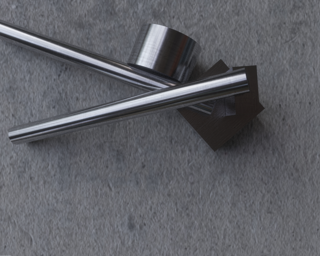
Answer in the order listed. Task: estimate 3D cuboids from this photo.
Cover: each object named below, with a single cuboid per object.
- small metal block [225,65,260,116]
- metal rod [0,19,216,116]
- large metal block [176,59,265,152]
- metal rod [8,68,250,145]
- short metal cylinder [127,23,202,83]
[{"bbox_3d":[0.090,-0.040,0.347,0.025,0.050,0.050,-4,90,0],"label":"small metal block"},{"bbox_3d":[-0.076,-0.079,0.381,0.301,0.025,0.025,21,90,11],"label":"metal rod"},{"bbox_3d":[0.070,-0.028,0.398,0.080,0.050,0.080,-41,90,1],"label":"large metal block"},{"bbox_3d":[-0.052,-0.019,0.357,0.301,0.025,0.025,-12,90,20],"label":"metal rod"},{"bbox_3d":[0.005,-0.087,0.385,0.080,0.080,0.050,21,90,-1],"label":"short metal cylinder"}]
